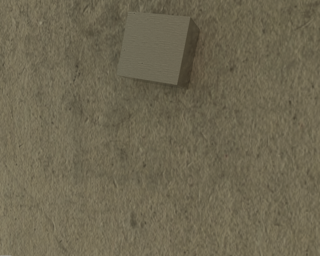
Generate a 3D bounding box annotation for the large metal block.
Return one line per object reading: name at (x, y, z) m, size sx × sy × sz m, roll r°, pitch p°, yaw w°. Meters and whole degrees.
large metal block at (-0.001, -0.097, 0.395) m, size 0.080 × 0.050 × 0.079 m, roll 12°, pitch 94°, yaw 19°
